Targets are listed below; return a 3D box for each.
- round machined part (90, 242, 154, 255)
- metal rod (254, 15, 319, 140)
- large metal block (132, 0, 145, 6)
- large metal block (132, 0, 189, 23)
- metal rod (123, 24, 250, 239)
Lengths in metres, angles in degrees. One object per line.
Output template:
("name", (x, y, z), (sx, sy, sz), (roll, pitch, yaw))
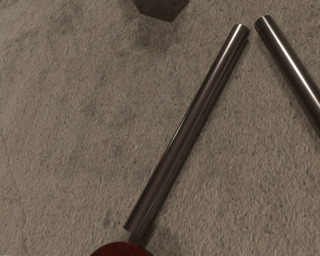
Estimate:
("round machined part", (-0.036, 0.168, 0.308), (0.098, 0.042, 0.098), (-13, 56, 20))
("metal rod", (0.166, -0.022, 0.329), (0.025, 0.025, 0.299), (-23, 53, 14))
("large metal block", (-0.037, -0.289, 0.583), (0.080, 0.050, 0.080), (-35, 52, 5))
("large metal block", (-0.010, -0.230, 0.513), (0.080, 0.080, 0.050), (32, 79, 37))
("metal rod", (0.041, -0.008, 0.386), (0.025, 0.025, 0.300), (18, 71, 35))
